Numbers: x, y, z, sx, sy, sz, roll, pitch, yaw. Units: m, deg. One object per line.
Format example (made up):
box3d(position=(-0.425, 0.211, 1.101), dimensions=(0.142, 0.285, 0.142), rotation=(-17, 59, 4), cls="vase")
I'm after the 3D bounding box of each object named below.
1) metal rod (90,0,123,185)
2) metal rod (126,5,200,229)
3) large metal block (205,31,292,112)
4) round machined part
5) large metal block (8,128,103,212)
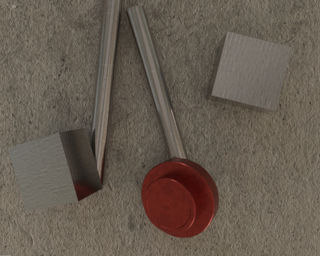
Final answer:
box3d(position=(-0.071, -0.075, 0.408), dimensions=(0.025, 0.025, 0.298), rotation=(6, 90, -1), cls="metal rod")
box3d(position=(0.009, -0.013, 0.410), dimensions=(0.025, 0.025, 0.298), rotation=(-16, 90, 0), cls="metal rod")
box3d(position=(0.111, -0.069, 0.399), dimensions=(0.080, 0.050, 0.080), rotation=(14, 90, -1), cls="large metal block")
box3d(position=(0.019, 0.089, 0.382), dimensions=(0.098, 0.042, 0.097), rotation=(4, 100, 26), cls="round machined part")
box3d(position=(-0.128, 0.050, 0.382), dimensions=(0.080, 0.050, 0.080), rotation=(-15, 90, 23), cls="large metal block")
